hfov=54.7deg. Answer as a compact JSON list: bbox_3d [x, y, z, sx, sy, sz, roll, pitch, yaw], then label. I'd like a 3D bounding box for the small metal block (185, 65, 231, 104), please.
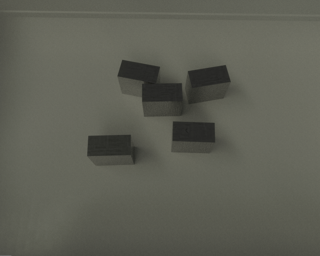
[{"bbox_3d":[0.063,-0.057,0.418,0.050,0.050,0.025,-10,71,-4],"label":"small metal block"}]

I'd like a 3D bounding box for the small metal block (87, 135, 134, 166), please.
[{"bbox_3d":[-0.059,0.029,0.385,0.050,0.050,0.025,-1,70,-1],"label":"small metal block"}]

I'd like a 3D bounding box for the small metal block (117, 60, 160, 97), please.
[{"bbox_3d":[-0.027,-0.064,0.419,0.050,0.050,0.025,11,71,4],"label":"small metal block"}]

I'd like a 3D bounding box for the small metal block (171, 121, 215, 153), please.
[{"bbox_3d":[0.040,0.013,0.392,0.050,0.050,0.025,2,70,1],"label":"small metal block"}]

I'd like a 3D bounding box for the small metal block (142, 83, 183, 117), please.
[{"bbox_3d":[0.003,-0.036,0.409,0.050,0.050,0.025,-1,70,-1],"label":"small metal block"}]
